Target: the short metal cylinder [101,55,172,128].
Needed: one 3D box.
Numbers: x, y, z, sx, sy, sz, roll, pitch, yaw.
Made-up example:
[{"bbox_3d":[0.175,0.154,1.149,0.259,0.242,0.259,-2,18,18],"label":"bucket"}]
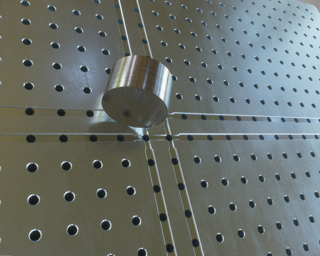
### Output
[{"bbox_3d":[-0.027,-0.043,0.386,0.080,0.080,0.050,21,54,-17],"label":"short metal cylinder"}]
